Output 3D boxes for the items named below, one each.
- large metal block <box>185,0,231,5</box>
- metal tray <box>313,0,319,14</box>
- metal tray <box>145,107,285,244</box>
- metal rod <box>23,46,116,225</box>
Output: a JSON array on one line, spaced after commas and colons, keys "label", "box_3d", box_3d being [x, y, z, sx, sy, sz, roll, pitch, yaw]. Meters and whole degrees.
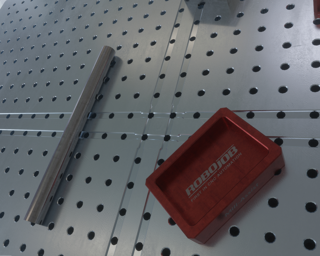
[{"label": "large metal block", "box_3d": [0.084, -0.248, 0.500, 0.080, 0.050, 0.080, 18, 71, 35]}, {"label": "metal tray", "box_3d": [0.255, -0.209, 0.400, 0.090, 0.030, 0.130, 5, 64, 30]}, {"label": "metal tray", "box_3d": [0.058, 0.049, 0.344, 0.130, 0.030, 0.090, -44, 51, -2]}, {"label": "metal rod", "box_3d": [-0.131, -0.003, 0.478, 0.025, 0.025, 0.300, 4, 63, 30]}]
